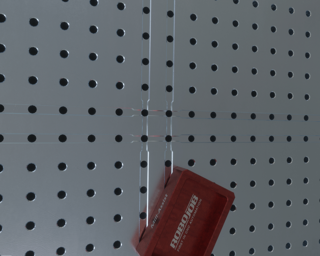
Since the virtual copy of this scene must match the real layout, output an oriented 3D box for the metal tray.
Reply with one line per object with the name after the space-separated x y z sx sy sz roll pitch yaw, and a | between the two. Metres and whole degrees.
0.037 0.130 0.423 0.090 0.030 0.130 29 81 -18 | metal tray
